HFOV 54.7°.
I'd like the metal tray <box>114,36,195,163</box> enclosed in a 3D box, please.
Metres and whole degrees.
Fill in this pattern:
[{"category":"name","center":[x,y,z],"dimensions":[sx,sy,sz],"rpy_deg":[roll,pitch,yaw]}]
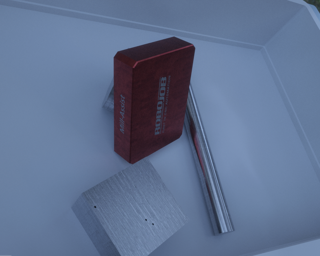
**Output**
[{"category":"metal tray","center":[-0.008,-0.030,0.355],"dimensions":[0.091,0.129,0.030],"rpy_deg":[-27,47,-37]}]

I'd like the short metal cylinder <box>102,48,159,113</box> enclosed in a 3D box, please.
[{"category":"short metal cylinder","center":[-0.033,-0.052,0.385],"dimensions":[0.050,0.080,0.080],"rpy_deg":[24,53,-14]}]

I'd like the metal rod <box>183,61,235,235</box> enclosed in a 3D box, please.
[{"category":"metal rod","center":[0.048,-0.005,0.436],"dimensions":[0.025,0.025,0.299],"rpy_deg":[2,61,-28]}]

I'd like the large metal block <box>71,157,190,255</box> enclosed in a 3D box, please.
[{"category":"large metal block","center":[-0.031,0.089,0.320],"dimensions":[0.081,0.050,0.080],"rpy_deg":[-27,77,-37]}]
